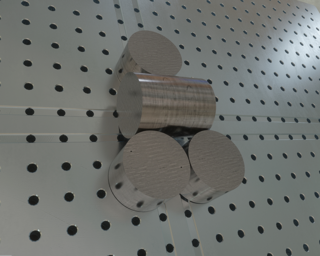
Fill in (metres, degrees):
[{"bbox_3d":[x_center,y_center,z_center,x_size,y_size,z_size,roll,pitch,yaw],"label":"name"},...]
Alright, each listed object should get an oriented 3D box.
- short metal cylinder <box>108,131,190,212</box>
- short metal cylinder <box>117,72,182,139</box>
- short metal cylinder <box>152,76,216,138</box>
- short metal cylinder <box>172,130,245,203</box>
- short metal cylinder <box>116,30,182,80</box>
[{"bbox_3d":[-0.013,0.050,0.355,0.081,0.050,0.080,14,56,-21],"label":"short metal cylinder"},{"bbox_3d":[-0.016,-0.027,0.383,0.050,0.080,0.080,0,62,-29],"label":"short metal cylinder"},{"bbox_3d":[0.028,-0.027,0.407,0.050,0.080,0.080,0,62,-29],"label":"short metal cylinder"},{"bbox_3d":[0.059,0.049,0.394,0.081,0.050,0.080,14,56,-21],"label":"short metal cylinder"},{"bbox_3d":[-0.016,-0.091,0.440,0.081,0.050,0.080,14,56,-21],"label":"short metal cylinder"}]
